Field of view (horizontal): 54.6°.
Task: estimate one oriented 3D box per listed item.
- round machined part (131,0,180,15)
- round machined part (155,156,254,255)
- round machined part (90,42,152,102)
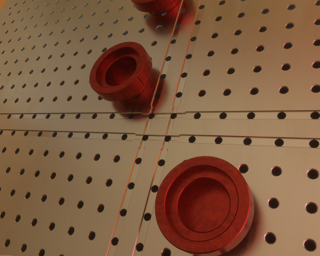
[{"bbox_3d":[-0.002,-0.240,0.547,0.098,0.042,0.098,-13,56,21],"label":"round machined part"},{"bbox_3d":[0.048,0.082,0.323,0.098,0.042,0.098,-13,56,21],"label":"round machined part"},{"bbox_3d":[-0.056,-0.081,0.478,0.098,0.042,0.098,-13,56,21],"label":"round machined part"}]
